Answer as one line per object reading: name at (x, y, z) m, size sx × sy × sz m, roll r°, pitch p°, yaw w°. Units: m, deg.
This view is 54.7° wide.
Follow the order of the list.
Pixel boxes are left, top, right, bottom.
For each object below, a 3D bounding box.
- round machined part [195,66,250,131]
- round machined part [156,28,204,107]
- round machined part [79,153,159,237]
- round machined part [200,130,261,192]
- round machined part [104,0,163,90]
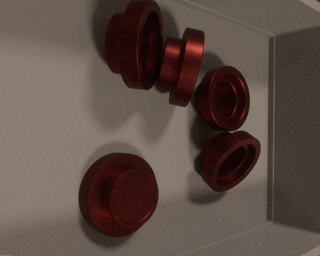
round machined part at (0.092, -0.043, 0.474) m, size 0.099 × 0.042 × 0.097 m, roll 1°, pitch 89°, yaw -40°
round machined part at (0.022, -0.078, 0.392) m, size 0.042 × 0.098 × 0.098 m, roll 12°, pitch 81°, yaw -4°
round machined part at (-0.041, 0.079, 0.363) m, size 0.099 × 0.042 × 0.097 m, roll 0°, pitch 90°, yaw -40°
round machined part at (0.100, 0.045, 0.464) m, size 0.099 × 0.042 × 0.097 m, roll -22°, pitch 133°, yaw -25°
round machined part at (-0.029, -0.094, 0.352) m, size 0.098 × 0.042 × 0.097 m, roll 7°, pitch 91°, yaw -77°
